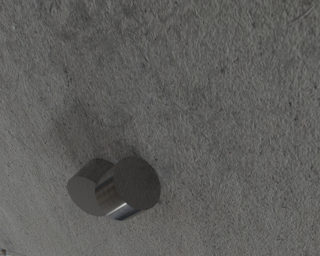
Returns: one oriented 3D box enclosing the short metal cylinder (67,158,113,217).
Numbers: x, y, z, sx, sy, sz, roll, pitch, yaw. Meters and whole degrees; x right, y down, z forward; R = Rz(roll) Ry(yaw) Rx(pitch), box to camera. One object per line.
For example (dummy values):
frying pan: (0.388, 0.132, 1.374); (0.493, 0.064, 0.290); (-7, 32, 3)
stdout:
short metal cylinder: (-0.102, 0.096, 0.504); (0.080, 0.050, 0.079); (13, 124, 21)

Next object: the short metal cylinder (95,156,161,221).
short metal cylinder: (-0.046, 0.088, 0.450); (0.080, 0.080, 0.050); (48, 129, -6)
